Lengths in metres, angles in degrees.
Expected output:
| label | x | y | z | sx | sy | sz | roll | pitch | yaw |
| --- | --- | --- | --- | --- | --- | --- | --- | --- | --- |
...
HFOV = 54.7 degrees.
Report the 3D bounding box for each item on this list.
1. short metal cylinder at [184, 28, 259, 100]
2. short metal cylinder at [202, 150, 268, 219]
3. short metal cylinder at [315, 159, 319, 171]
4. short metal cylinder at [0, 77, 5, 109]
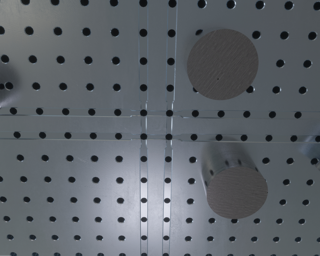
| label | x | y | z | sx | sy | sz | roll | pitch | yaw |
| --- | --- | --- | --- | --- | --- | --- | --- | --- | --- |
| short metal cylinder | 0.071 | -0.078 | 0.372 | 0.081 | 0.050 | 0.079 | 0 | 110 | 0 |
| short metal cylinder | 0.101 | 0.078 | 0.430 | 0.081 | 0.050 | 0.079 | 0 | 110 | 0 |
| short metal cylinder | 0.256 | 0.056 | 0.407 | 0.080 | 0.080 | 0.050 | 31 | 107 | -11 |
| short metal cylinder | -0.243 | -0.043 | 0.382 | 0.081 | 0.050 | 0.079 | 0 | 110 | 0 |
